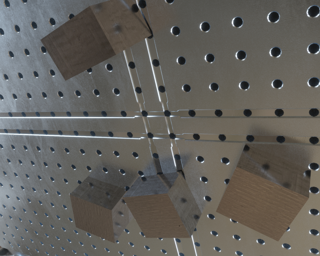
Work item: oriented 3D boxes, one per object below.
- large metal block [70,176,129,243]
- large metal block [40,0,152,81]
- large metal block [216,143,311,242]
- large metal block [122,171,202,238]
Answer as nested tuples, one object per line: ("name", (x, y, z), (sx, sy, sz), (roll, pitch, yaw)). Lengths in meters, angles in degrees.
("large metal block", (-0.102, 0.141, 0.537), (0.080, 0.050, 0.079), (14, 124, 20))
("large metal block", (-0.069, -0.102, 0.349), (0.080, 0.080, 0.050), (-17, 110, 35))
("large metal block", (0.124, 0.078, 0.378), (0.080, 0.050, 0.079), (23, 127, 14))
("large metal block", (0.004, 0.117, 0.465), (0.080, 0.050, 0.080), (-13, 112, 34))
